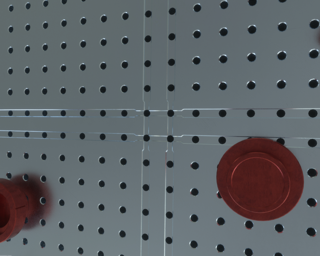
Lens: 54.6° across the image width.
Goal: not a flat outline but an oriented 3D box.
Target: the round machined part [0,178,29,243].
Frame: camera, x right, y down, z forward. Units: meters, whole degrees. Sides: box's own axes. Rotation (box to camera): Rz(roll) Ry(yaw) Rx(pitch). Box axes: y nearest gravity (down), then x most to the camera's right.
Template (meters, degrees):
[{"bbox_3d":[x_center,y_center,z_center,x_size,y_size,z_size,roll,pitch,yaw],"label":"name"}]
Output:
[{"bbox_3d":[-0.251,0.128,0.493,0.098,0.042,0.097,0,90,20],"label":"round machined part"}]

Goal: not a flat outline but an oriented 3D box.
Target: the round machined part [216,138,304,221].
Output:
[{"bbox_3d":[0.115,0.060,0.363,0.098,0.042,0.097,0,90,20],"label":"round machined part"}]
